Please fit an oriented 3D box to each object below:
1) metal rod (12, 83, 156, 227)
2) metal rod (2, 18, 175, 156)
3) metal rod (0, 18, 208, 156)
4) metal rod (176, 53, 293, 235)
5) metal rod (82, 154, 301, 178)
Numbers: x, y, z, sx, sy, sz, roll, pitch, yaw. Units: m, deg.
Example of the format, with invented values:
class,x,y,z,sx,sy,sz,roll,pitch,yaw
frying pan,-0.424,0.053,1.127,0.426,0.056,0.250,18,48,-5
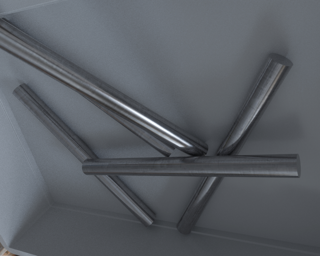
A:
class,x,y,z,sx,sy,sz,roll,pitch,yaw
metal rod,-0.118,0.046,0.499,0.300,0.025,0.025,46,129,-5
metal rod,-0.104,-0.057,0.428,0.301,0.025,0.025,36,129,4
metal rod,-0.063,-0.038,0.337,0.301,0.025,0.025,30,134,-26
metal rod,0.078,0.044,0.394,0.025,0.025,0.298,28,128,10
metal rod,0.016,0.050,0.399,0.300,0.025,0.025,-5,116,32
